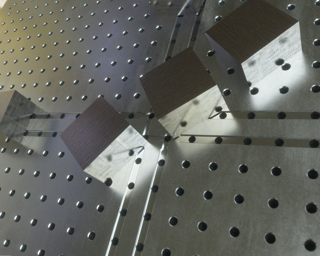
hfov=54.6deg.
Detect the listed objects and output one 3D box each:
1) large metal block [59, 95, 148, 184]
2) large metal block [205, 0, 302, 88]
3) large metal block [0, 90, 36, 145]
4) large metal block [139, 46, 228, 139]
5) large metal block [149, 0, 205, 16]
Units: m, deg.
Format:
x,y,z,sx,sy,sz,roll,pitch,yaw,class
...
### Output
x,y,z,sx,sy,sz,roll,pitch,yaw,class
-0.078,0.015,0.425,0.080,0.050,0.080,-45,51,-3,large metal block
0.119,-0.112,0.399,0.080,0.050,0.080,-37,51,4,large metal block
-0.281,-0.016,0.552,0.080,0.050,0.080,-5,60,26,large metal block
0.029,-0.047,0.407,0.080,0.050,0.080,-31,52,8,large metal block
0.034,-0.238,0.521,0.080,0.050,0.080,11,67,33,large metal block
